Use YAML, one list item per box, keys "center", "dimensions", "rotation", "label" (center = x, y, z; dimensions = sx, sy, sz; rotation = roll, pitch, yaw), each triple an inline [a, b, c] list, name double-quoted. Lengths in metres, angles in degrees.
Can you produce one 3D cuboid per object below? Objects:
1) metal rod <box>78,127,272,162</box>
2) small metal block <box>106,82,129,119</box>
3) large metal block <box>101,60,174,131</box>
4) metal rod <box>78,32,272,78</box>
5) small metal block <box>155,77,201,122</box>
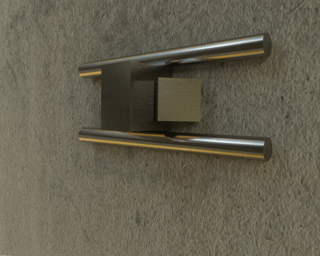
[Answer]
- center: [-0.006, 0.016, 0.410]
  dimensions: [0.300, 0.025, 0.025]
  rotation: [3, 92, 39]
  label: "metal rod"
- center: [-0.059, -0.037, 0.435]
  dimensions: [0.025, 0.050, 0.050]
  rotation: [1, 91, 0]
  label: "small metal block"
- center: [-0.027, -0.037, 0.394]
  dimensions: [0.050, 0.081, 0.079]
  rotation: [1, 91, 40]
  label: "large metal block"
- center: [-0.007, -0.089, 0.410]
  dimensions: [0.300, 0.025, 0.025]
  rotation: [2, 91, 39]
  label: "metal rod"
- center: [0.021, -0.033, 0.370]
  dimensions: [0.025, 0.050, 0.050]
  rotation: [-178, 89, -81]
  label: "small metal block"
